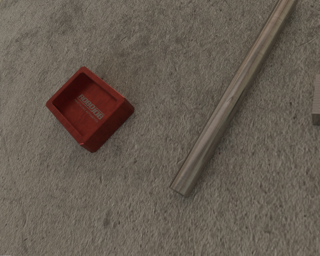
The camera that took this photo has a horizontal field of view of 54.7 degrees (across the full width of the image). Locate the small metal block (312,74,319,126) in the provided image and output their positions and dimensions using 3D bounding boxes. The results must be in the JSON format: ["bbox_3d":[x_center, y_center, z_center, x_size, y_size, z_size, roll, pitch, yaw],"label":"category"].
[{"bbox_3d":[0.189,-0.029,0.323,0.050,0.025,0.050,4,63,29],"label":"small metal block"}]

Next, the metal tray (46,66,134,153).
[{"bbox_3d":[-0.111,-0.033,0.476,0.090,0.030,0.130,-47,52,-5],"label":"metal tray"}]

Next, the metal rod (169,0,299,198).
[{"bbox_3d":[0.098,-0.051,0.383,0.025,0.025,0.300,22,73,35],"label":"metal rod"}]
